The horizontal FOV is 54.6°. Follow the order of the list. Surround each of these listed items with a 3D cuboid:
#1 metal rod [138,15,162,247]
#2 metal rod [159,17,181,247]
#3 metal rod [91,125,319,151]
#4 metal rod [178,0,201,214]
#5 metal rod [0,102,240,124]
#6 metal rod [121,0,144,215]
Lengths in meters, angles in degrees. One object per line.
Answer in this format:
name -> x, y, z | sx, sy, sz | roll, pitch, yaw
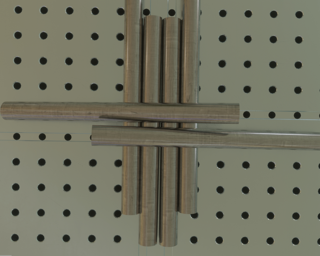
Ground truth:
metal rod -> -0.013, 0.004, 0.412 | 0.025, 0.025, 0.298 | 1, 90, 0
metal rod -> 0.014, 0.005, 0.414 | 0.025, 0.025, 0.298 | 1, 90, 0
metal rod -> 0.068, 0.013, 0.393 | 0.302, 0.025, 0.025 | 2, 90, -9
metal rod -> 0.039, -0.038, 0.413 | 0.025, 0.025, 0.298 | 1, 90, 0
metal rod -> -0.056, -0.020, 0.390 | 0.301, 0.025, 0.025 | 1, 90, 9
metal rod -> -0.037, -0.037, 0.412 | 0.025, 0.025, 0.298 | 1, 90, 0
